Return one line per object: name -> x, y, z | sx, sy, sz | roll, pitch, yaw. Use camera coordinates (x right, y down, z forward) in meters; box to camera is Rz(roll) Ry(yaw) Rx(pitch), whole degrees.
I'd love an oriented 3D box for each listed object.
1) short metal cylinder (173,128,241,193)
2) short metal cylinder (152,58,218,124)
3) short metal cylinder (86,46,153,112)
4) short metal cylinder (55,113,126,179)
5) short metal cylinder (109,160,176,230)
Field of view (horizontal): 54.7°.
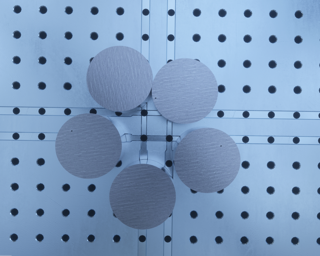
short metal cylinder -> 0.057, 0.039, 0.400 | 0.081, 0.050, 0.079 | 0, 91, -1
short metal cylinder -> 0.030, -0.045, 0.400 | 0.081, 0.050, 0.079 | 0, 90, 0
short metal cylinder -> -0.049, -0.060, 0.400 | 0.081, 0.050, 0.079 | 0, 90, -1
short metal cylinder -> -0.086, 0.022, 0.400 | 0.081, 0.050, 0.079 | 0, 90, 0
short metal cylinder -> -0.021, 0.083, 0.399 | 0.081, 0.050, 0.080 | 0, 90, 0
